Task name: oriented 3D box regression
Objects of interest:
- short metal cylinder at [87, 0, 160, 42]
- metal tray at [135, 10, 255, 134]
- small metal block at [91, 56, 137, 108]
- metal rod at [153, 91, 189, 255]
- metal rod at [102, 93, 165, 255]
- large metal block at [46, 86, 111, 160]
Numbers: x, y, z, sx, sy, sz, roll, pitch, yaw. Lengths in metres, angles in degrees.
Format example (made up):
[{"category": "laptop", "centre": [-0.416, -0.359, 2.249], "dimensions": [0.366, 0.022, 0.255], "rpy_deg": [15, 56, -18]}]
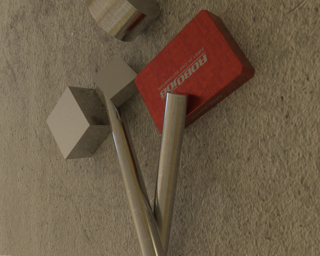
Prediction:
[{"category": "short metal cylinder", "centre": [-0.047, -0.161, 0.405], "dimensions": [0.050, 0.081, 0.080], "rpy_deg": [-35, 69, 34]}, {"category": "metal tray", "centre": [0.035, -0.062, 0.372], "dimensions": [0.130, 0.030, 0.090], "rpy_deg": [-39, 66, 32]}, {"category": "small metal block", "centre": [-0.059, -0.065, 0.437], "dimensions": [0.050, 0.025, 0.050], "rpy_deg": [-41, 61, -3]}, {"category": "metal rod", "centre": [0.003, 0.105, 0.378], "dimensions": [0.025, 0.025, 0.298], "rpy_deg": [18, 108, 38]}, {"category": "metal rod", "centre": [-0.032, 0.071, 0.387], "dimensions": [0.025, 0.025, 0.299], "rpy_deg": [-41, 53, 32]}, {"category": "large metal block", "centre": [-0.126, -0.008, 0.490], "dimensions": [0.080, 0.050, 0.080], "rpy_deg": [-49, 62, 29]}]
